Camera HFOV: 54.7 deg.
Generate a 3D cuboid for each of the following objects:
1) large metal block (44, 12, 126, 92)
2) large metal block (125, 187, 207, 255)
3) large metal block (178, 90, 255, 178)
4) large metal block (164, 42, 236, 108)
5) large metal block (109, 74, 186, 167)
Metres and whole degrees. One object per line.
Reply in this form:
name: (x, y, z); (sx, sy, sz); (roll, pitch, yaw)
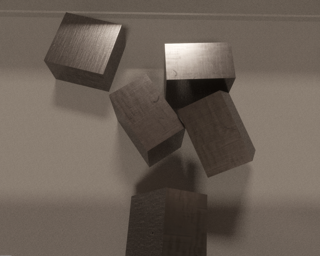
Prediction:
large metal block: (-0.101, -0.105, 0.434); (0.080, 0.050, 0.080); (14, 71, 4)
large metal block: (0.005, 0.112, 0.331); (0.050, 0.080, 0.080); (16, 66, -26)
large metal block: (0.070, 0.004, 0.364); (0.050, 0.080, 0.080); (-25, 86, 19)
large metal block: (0.047, -0.066, 0.405); (0.081, 0.080, 0.050); (-2, 69, -1)
large metal block: (-0.015, -0.006, 0.382); (0.050, 0.080, 0.080); (-32, 74, -11)
